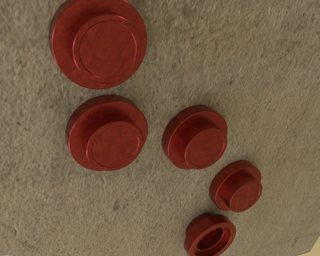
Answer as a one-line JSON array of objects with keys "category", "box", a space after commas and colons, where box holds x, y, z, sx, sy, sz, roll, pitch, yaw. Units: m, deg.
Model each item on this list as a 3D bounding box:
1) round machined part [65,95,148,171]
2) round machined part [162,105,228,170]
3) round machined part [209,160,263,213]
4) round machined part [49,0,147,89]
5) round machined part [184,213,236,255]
[{"category": "round machined part", "box": [-0.059, 0.013, 0.372, 0.099, 0.042, 0.097, -14, 125, -21]}, {"category": "round machined part", "box": [0.056, 0.020, 0.441, 0.099, 0.042, 0.097, -14, 125, -21]}, {"category": "round machined part", "box": [0.138, 0.108, 0.541, 0.099, 0.042, 0.097, -14, 125, -21]}, {"category": "round machined part", "box": [-0.058, -0.084, 0.313, 0.099, 0.042, 0.097, -14, 125, -21]}, {"category": "round machined part", "box": [0.086, 0.195, 0.566, 0.099, 0.042, 0.097, -14, 125, -21]}]
